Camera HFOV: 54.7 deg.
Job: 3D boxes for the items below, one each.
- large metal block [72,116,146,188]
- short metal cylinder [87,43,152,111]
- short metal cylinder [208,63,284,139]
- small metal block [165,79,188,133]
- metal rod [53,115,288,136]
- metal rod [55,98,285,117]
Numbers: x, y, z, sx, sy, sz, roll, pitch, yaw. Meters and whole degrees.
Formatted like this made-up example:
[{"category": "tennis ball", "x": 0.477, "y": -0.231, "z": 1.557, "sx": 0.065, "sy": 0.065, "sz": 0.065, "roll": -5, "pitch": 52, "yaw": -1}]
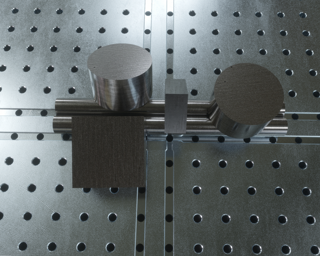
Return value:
[{"category": "large metal block", "x": -0.058, "y": 0.027, "z": 0.370, "sx": 0.081, "sy": 0.050, "sz": 0.079, "roll": -1, "pitch": 90, "yaw": -1}, {"category": "short metal cylinder", "x": -0.050, "y": -0.067, "z": 0.404, "sx": 0.081, "sy": 0.050, "sz": 0.080, "roll": 1, "pitch": 46, "yaw": 0}, {"category": "short metal cylinder", "x": 0.103, "y": -0.032, "z": 0.381, "sx": 0.081, "sy": 0.050, "sz": 0.080, "roll": 0, "pitch": 70, "yaw": 0}, {"category": "small metal block", "x": 0.018, "y": -0.027, "z": 0.375, "sx": 0.025, "sy": 0.050, "sz": 0.050, "roll": 1, "pitch": 28, "yaw": 0}, {"category": "metal rod", "x": 0.013, "y": -0.004, "z": 0.410, "sx": 0.302, "sy": 0.025, "sz": 0.025, "roll": 1, "pitch": 70, "yaw": 0}, {"category": "metal rod", "x": 0.013, "y": -0.027, "z": 0.418, "sx": 0.302, "sy": 0.025, "sz": 0.025, "roll": 1, "pitch": 70, "yaw": 0}]
